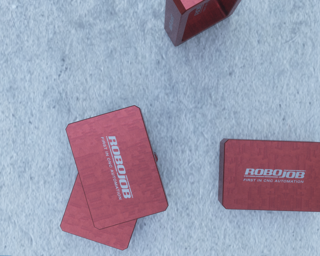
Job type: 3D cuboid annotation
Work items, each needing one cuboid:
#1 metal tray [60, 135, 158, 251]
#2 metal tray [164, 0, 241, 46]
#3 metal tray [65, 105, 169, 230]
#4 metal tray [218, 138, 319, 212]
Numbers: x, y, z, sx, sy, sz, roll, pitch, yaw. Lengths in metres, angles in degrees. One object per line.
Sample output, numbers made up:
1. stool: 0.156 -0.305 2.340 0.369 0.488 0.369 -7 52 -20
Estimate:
1. metal tray: -0.065 0.082 0.407 0.090 0.030 0.129 19 90 -1
2. metal tray: 0.052 -0.144 0.358 0.090 0.130 0.030 -30 90 0
3. metal tray: -0.050 0.046 0.376 0.091 0.030 0.129 -16 90 -1
4. metal tray: 0.146 0.061 0.410 0.131 0.030 0.089 2 90 -1
